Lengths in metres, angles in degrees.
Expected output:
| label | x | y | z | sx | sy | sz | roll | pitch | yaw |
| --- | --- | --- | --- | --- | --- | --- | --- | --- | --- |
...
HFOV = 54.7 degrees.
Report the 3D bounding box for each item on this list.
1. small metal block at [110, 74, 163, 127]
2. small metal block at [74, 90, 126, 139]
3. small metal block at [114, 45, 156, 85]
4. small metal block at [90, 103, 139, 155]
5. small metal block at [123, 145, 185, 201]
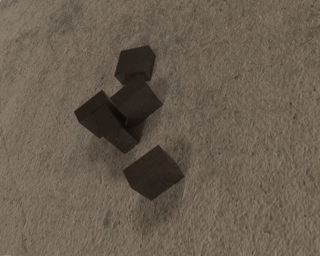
| label | x | y | z | sx | sy | sz | roll | pitch | yaw |
| --- | --- | --- | --- | --- | --- | --- | --- | --- | --- |
| small metal block | -0.031 | -0.037 | 0.425 | 0.050 | 0.050 | 0.025 | -39 | 51 | 2 |
| small metal block | -0.084 | -0.018 | 0.441 | 0.050 | 0.050 | 0.025 | -38 | 51 | 3 |
| small metal block | -0.038 | -0.097 | 0.482 | 0.050 | 0.025 | 0.050 | -5 | 60 | 25 |
| small metal block | -0.061 | 0.001 | 0.417 | 0.025 | 0.050 | 0.050 | -40 | 51 | 1 |
| small metal block | -0.006 | 0.053 | 0.357 | 0.050 | 0.050 | 0.025 | -37 | 51 | 4 |
